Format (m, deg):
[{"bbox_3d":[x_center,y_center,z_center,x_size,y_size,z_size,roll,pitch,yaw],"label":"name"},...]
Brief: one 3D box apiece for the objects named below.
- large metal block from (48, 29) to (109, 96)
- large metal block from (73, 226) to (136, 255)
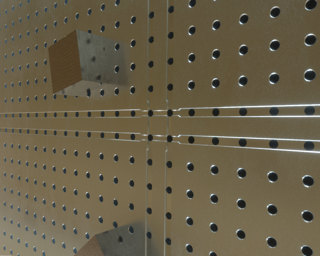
[{"bbox_3d":[-0.134,-0.102,0.506,0.080,0.050,0.080,-14,81,39],"label":"large metal block"},{"bbox_3d":[-0.080,0.207,0.460,0.080,0.050,0.080,-48,62,29],"label":"large metal block"}]
